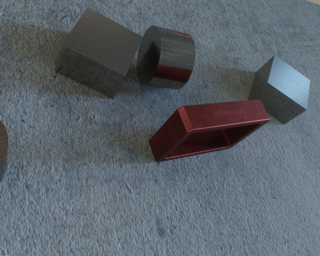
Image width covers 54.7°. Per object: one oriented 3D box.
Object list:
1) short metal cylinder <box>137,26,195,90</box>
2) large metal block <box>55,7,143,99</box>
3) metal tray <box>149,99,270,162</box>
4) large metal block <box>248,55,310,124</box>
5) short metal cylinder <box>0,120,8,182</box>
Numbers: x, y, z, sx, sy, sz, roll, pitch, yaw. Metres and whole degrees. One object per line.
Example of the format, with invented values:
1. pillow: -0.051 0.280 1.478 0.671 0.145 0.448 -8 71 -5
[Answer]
1. short metal cylinder: 0.006 -0.096 0.430 0.050 0.080 0.080 5 60 -26
2. large metal block: -0.078 -0.098 0.405 0.080 0.050 0.080 26 53 -13
3. metal tray: 0.062 0.003 0.393 0.131 0.090 0.030 -7 66 -31
4. large metal block: 0.209 -0.067 0.541 0.080 0.050 0.080 33 51 -7
5. short metal cylinder: -0.181 0.023 0.276 0.081 0.050 0.080 14 56 -21
